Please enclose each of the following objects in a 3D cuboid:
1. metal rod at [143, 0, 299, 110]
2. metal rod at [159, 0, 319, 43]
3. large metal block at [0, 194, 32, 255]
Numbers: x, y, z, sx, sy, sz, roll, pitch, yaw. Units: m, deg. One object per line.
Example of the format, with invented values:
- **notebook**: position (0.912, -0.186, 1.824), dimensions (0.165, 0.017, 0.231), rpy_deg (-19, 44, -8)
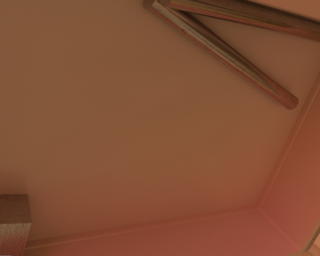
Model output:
- **metal rod**: position (0.102, -0.088, 0.411), dimensions (0.302, 0.025, 0.025), rpy_deg (23, 106, -37)
- **metal rod**: position (0.132, -0.135, 0.384), dimensions (0.303, 0.025, 0.025), rpy_deg (-2, 119, -33)
- **large metal block**: position (-0.202, 0.125, 0.360), dimensions (0.081, 0.050, 0.079), rpy_deg (8, 114, -33)
